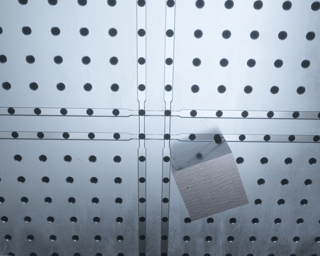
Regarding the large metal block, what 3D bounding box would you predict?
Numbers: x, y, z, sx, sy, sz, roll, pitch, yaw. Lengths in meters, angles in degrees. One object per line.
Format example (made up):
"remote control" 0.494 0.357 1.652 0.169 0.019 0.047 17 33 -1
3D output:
"large metal block" 0.067 0.070 0.427 0.080 0.050 0.080 -20 109 6
